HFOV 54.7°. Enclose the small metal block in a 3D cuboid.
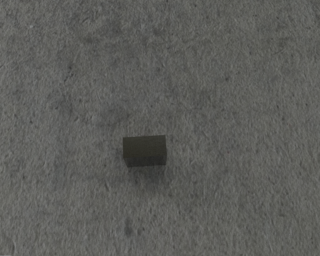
[{"bbox_3d":[-0.018,0.030,0.384,0.050,0.050,0.025,-3,70,-2],"label":"small metal block"}]
